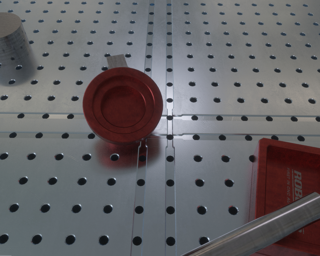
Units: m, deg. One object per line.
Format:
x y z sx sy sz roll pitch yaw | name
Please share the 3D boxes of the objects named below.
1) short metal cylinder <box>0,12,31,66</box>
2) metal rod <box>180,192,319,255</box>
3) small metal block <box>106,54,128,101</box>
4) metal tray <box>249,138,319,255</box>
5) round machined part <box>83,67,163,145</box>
-0.264 -0.148 0.514 0.081 0.050 0.080 0 50 0 | short metal cylinder
0.014 0.129 0.273 0.302 0.025 0.025 -22 53 -8 | metal rod
-0.058 -0.070 0.450 0.025 0.050 0.050 -12 51 -10 | small metal block
0.149 0.076 0.341 0.090 0.030 0.130 11 51 9 | metal tray
-0.047 -0.026 0.401 0.099 0.042 0.098 2 77 -7 | round machined part
